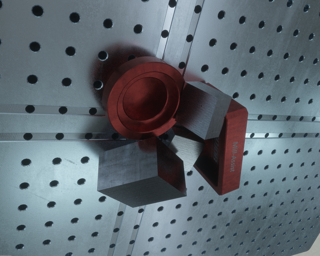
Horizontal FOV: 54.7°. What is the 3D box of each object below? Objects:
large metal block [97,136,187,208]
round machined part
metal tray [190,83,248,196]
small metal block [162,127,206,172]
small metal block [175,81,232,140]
[{"bbox_3d":[-0.021,0.059,0.392,0.080,0.050,0.080,-17,146,21],"label":"large metal block"},{"bbox_3d":[-0.021,-0.038,0.366,0.099,0.042,0.097,-14,125,-21],"label":"round machined part"},{"bbox_3d":[0.073,0.015,0.420,0.030,0.090,0.129,-17,125,-19],"label":"metal tray"},{"bbox_3d":[0.029,0.030,0.441,0.050,0.025,0.050,17,114,-24],"label":"small metal block"},{"bbox_3d":[0.049,-0.021,0.357,0.025,0.050,0.050,-9,122,-41],"label":"small metal block"}]
